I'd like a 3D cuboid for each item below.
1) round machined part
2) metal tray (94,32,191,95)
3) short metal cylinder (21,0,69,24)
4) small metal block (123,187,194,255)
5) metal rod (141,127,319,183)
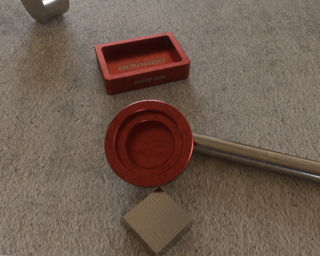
[{"bbox_3d":[-0.011,0.020,0.359,0.099,0.042,0.098,-2,75,7],"label":"round machined part"},{"bbox_3d":[-0.029,-0.104,0.487,0.131,0.030,0.090,-14,52,-12],"label":"metal tray"},{"bbox_3d":[-0.213,-0.240,0.566,0.080,0.080,0.050,32,57,24],"label":"short metal cylinder"},{"bbox_3d":[-0.002,0.098,0.321,0.050,0.025,0.050,-36,59,-26],"label":"small metal block"},{"bbox_3d":[0.121,0.036,0.374,0.301,0.025,0.025,13,51,10],"label":"metal rod"}]
